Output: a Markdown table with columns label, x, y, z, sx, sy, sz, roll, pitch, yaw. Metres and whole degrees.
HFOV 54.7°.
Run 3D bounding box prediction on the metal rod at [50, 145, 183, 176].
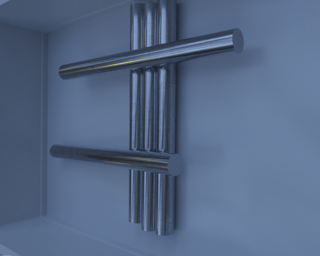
| label | x | y | z | sx | sy | sz | roll | pitch | yaw |
| --- | --- | --- | --- | --- | --- | --- | --- | --- | --- |
| metal rod | -0.085 | 0.041 | 0.452 | 0.300 | 0.025 | 0.025 | 0 | 90 | 47 |

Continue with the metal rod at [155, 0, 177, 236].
| label | x | y | z | sx | sy | sz | roll | pitch | yaw |
| --- | --- | --- | --- | --- | --- | --- | --- | --- | --- |
| metal rod | 0.008 | -0.014 | 0.398 | 0.025 | 0.025 | 0.298 | 1 | 91 | 40 |

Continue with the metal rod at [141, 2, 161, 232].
| label | x | y | z | sx | sy | sz | roll | pitch | yaw |
| --- | --- | --- | --- | --- | --- | --- | --- | --- | --- |
| metal rod | -0.011 | -0.014 | 0.415 | 0.025 | 0.025 | 0.298 | 1 | 91 | 40 |

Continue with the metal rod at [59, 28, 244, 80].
| label | x | y | z | sx | sy | sz | roll | pitch | yaw |
| --- | --- | --- | --- | --- | --- | --- | --- | --- | --- |
| metal rod | -0.037 | -0.088 | 0.403 | 0.300 | 0.025 | 0.025 | 1 | 91 | 40 |

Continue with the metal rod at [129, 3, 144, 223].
| label | x | y | z | sx | sy | sz | roll | pitch | yaw |
| --- | --- | --- | --- | --- | --- | --- | --- | --- | --- |
| metal rod | -0.030 | -0.020 | 0.431 | 0.025 | 0.025 | 0.298 | 1 | 91 | 40 |
